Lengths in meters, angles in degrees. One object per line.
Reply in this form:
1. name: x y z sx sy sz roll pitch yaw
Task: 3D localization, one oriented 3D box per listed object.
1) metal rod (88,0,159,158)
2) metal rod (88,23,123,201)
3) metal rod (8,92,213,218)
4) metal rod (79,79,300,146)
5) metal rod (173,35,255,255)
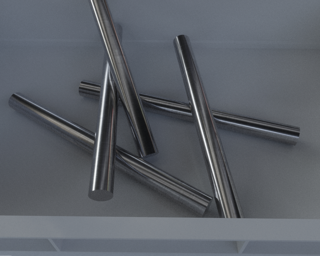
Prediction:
1. metal rod: -0.061 -0.104 0.411 0.025 0.025 0.299 -16 77 -13
2. metal rod: -0.067 -0.046 0.409 0.025 0.025 0.300 -2 50 -2
3. metal rod: -0.075 0.023 0.384 0.301 0.025 0.025 26 55 20
4. metal rod: 0.031 -0.024 0.425 0.301 0.025 0.025 14 51 11
5. metal rod: 0.056 -0.003 0.380 0.025 0.025 0.299 -7 59 -6
